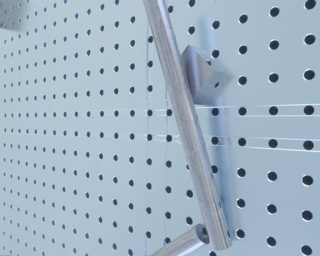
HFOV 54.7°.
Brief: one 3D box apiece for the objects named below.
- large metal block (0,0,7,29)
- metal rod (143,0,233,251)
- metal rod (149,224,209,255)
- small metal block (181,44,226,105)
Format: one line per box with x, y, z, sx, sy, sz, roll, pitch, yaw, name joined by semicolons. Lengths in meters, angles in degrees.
-0.407;-0.288;0.730;0.080;0.050;0.079;29;108;36;large metal block
0.031;-0.010;0.355;0.025;0.025;0.298;-16;89;39;metal rod
-0.041;0.214;0.443;0.299;0.025;0.025;-44;64;31;metal rod
0.042;-0.064;0.375;0.050;0.025;0.050;52;120;27;small metal block
